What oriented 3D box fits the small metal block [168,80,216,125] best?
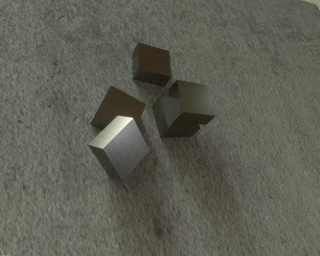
[{"bbox_3d":[0.043,-0.034,0.417,0.050,0.025,0.050,6,59,-26],"label":"small metal block"}]

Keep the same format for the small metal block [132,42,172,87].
[{"bbox_3d":[-0.013,-0.093,0.455,0.050,0.025,0.050,10,57,-23],"label":"small metal block"}]

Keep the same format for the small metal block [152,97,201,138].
[{"bbox_3d":[0.021,-0.015,0.426,0.050,0.025,0.050,-1,62,-29],"label":"small metal block"}]

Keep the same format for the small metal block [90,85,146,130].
[{"bbox_3d":[-0.051,-0.018,0.388,0.050,0.025,0.050,28,51,-11],"label":"small metal block"}]

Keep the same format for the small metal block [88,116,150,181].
[{"bbox_3d":[-0.044,0.022,0.347,0.050,0.025,0.050,-49,131,-32],"label":"small metal block"}]
